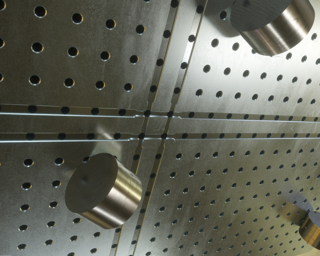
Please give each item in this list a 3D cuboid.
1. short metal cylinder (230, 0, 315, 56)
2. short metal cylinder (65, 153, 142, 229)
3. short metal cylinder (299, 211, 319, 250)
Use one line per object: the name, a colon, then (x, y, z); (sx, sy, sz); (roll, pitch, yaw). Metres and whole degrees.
short metal cylinder: (0.131, -0.133, 0.365); (0.050, 0.080, 0.080); (31, 101, -38)
short metal cylinder: (-0.070, 0.078, 0.386); (0.080, 0.080, 0.050); (-42, 130, 0)
short metal cylinder: (0.380, 0.244, 0.734); (0.081, 0.080, 0.050); (4, 116, -31)
